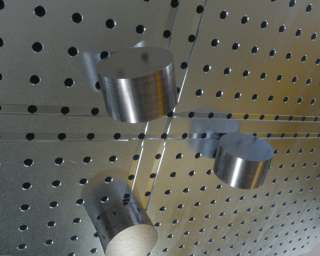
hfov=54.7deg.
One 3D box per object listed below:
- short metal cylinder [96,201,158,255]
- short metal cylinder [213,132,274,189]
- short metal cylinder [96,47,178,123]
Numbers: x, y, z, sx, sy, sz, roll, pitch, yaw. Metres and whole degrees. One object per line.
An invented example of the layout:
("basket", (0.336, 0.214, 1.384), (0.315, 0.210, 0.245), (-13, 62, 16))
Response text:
("short metal cylinder", (-0.050, 0.157, 0.465), (0.081, 0.050, 0.079), (-14, 124, -21))
("short metal cylinder", (0.126, 0.048, 0.474), (0.081, 0.080, 0.050), (-7, 122, -25))
("short metal cylinder", (-0.023, -0.049, 0.333), (0.081, 0.080, 0.050), (-20, 126, -17))
